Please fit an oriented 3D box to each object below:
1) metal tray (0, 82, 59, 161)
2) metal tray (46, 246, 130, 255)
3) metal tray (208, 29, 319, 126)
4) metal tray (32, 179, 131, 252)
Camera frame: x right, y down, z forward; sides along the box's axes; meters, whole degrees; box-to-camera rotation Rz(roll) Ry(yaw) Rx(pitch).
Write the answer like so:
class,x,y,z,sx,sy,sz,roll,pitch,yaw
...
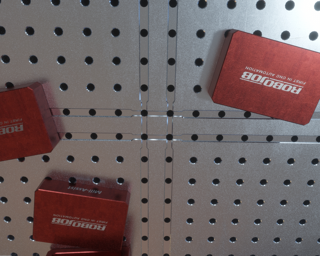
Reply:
class,x,y,z,sx,sy,sz,roll,pitch,yaw
metal tray,-0.211,-0.003,0.408,0.131,0.030,0.090,-10,110,3
metal tray,-0.112,0.221,0.459,0.131,0.090,0.030,-2,110,1
metal tray,0.137,-0.063,0.389,0.131,0.030,0.089,14,110,-5
metal tray,-0.115,0.130,0.458,0.131,0.030,0.089,9,110,-4
